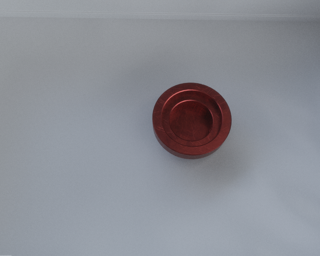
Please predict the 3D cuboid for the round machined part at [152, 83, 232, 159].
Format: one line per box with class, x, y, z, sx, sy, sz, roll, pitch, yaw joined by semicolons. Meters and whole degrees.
round machined part;0.040;-0.006;0.404;0.099;0.042;0.098;0;70;-1
